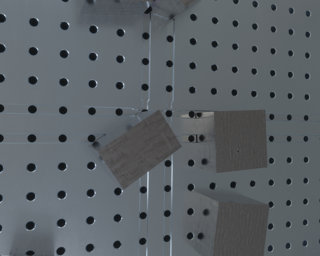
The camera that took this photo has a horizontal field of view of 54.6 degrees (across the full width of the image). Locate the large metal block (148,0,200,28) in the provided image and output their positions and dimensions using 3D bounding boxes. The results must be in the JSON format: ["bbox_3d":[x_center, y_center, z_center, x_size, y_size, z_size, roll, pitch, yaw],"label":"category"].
[{"bbox_3d":[0.031,-0.181,0.394,0.080,0.080,0.050,-40,103,-16],"label":"large metal block"}]

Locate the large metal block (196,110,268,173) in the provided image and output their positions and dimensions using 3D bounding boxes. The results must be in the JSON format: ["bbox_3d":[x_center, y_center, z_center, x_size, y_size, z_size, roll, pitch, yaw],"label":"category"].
[{"bbox_3d":[0.100,0.016,0.436,0.081,0.050,0.080,-3,91,-20],"label":"large metal block"}]

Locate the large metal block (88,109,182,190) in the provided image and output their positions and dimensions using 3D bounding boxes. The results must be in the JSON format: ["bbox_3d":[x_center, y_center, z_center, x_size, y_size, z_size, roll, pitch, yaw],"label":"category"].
[{"bbox_3d":[-0.033,0.022,0.371,0.080,0.080,0.050,-35,102,-17],"label":"large metal block"}]

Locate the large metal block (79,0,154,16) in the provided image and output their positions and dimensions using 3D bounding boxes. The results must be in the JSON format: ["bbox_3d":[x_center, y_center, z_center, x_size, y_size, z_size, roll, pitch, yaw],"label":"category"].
[{"bbox_3d":[-0.058,-0.186,0.378,0.081,0.050,0.080,-6,92,-20],"label":"large metal block"}]

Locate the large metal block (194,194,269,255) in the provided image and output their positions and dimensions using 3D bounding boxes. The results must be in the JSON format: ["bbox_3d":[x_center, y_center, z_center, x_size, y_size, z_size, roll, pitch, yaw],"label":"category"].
[{"bbox_3d":[0.100,0.140,0.436,0.081,0.050,0.080,8,87,-20],"label":"large metal block"}]

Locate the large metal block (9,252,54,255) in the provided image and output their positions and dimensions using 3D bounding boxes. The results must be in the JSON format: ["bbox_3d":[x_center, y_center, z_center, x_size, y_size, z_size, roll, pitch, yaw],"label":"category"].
[{"bbox_3d":[-0.147,0.189,0.330,0.050,0.080,0.080,14,86,-20],"label":"large metal block"}]
